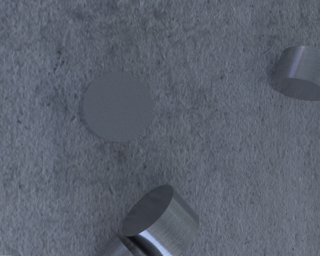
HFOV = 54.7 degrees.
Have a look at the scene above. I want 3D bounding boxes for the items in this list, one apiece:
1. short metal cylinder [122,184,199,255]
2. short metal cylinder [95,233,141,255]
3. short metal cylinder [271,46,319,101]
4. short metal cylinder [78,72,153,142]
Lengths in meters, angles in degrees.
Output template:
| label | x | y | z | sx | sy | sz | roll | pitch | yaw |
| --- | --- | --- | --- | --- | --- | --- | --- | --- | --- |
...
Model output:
| label | x | y | z | sx | sy | sz | roll | pitch | yaw |
| --- | --- | --- | --- | --- | --- | --- | --- | --- | --- |
| short metal cylinder | 0.001 | 0.116 | 0.381 | 0.080 | 0.080 | 0.050 | -44 | 104 | -15 |
| short metal cylinder | -0.042 | 0.172 | 0.365 | 0.050 | 0.080 | 0.080 | -45 | 104 | -15 |
| short metal cylinder | 0.214 | -0.079 | 0.461 | 0.080 | 0.080 | 0.050 | 24 | 82 | -19 |
| short metal cylinder | -0.055 | -0.024 | 0.376 | 0.081 | 0.050 | 0.079 | 0 | 90 | -21 |
